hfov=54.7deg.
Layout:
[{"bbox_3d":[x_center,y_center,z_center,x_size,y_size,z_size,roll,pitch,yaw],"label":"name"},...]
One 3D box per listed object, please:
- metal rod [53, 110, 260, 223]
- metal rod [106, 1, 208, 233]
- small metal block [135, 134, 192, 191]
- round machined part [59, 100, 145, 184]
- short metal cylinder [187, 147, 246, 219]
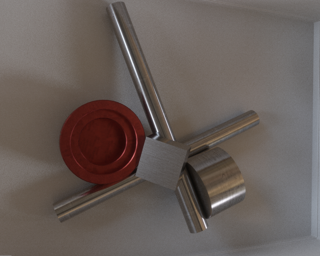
[{"bbox_3d":[0.009,0.043,0.414,0.302,0.025,0.025,-24,98,-19],"label":"metal rod"},{"bbox_3d":[-0.003,-0.013,0.390,0.025,0.025,0.299,-21,90,-19],"label":"metal rod"},{"bbox_3d":[0.004,0.040,0.368,0.050,0.025,0.050,18,101,13],"label":"small metal block"},{"bbox_3d":[-0.071,0.016,0.375,0.099,0.042,0.097,0,90,-21],"label":"round machined part"},{"bbox_3d":[0.065,0.071,0.405,0.050,0.080,0.080,-21,97,-19],"label":"short metal cylinder"}]
